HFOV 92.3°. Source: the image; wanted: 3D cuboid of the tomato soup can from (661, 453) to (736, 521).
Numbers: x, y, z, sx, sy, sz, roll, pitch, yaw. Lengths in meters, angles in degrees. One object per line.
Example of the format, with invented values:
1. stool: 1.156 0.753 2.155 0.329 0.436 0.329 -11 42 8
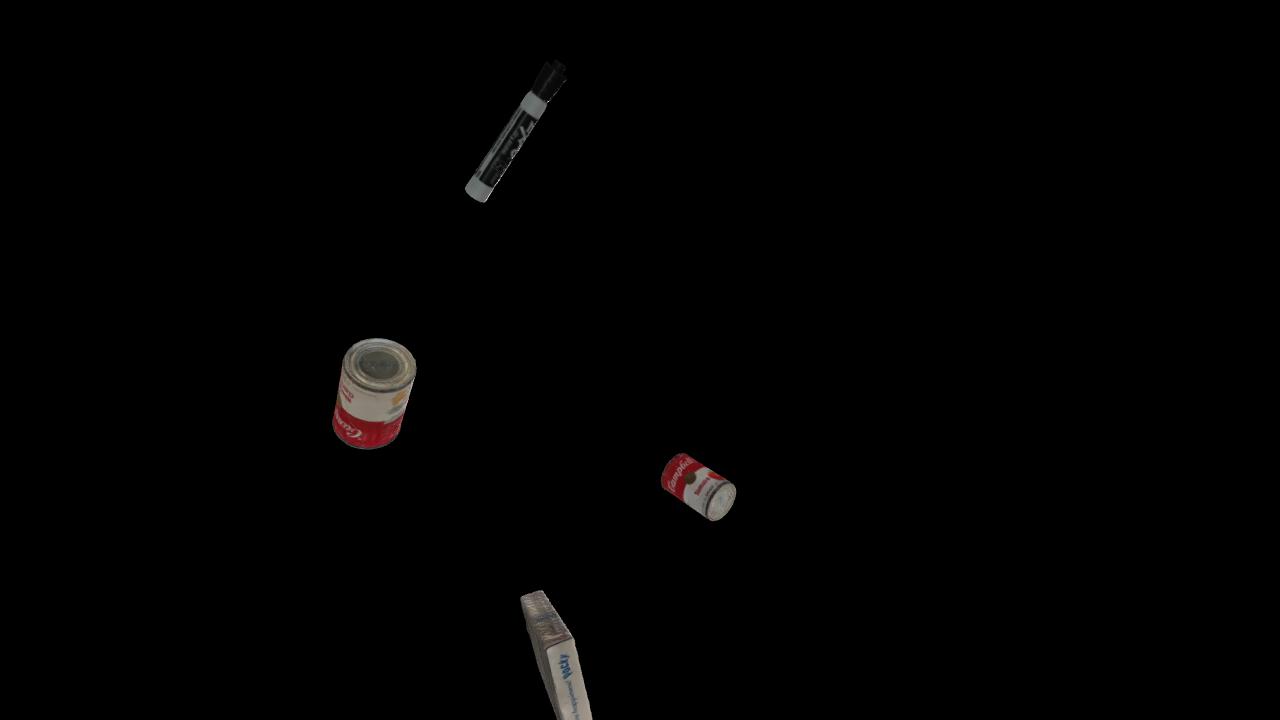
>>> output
1. tomato soup can: 0.091 0.199 0.962 0.068 0.068 0.101 0 21 -46

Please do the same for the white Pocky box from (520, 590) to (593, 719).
1. white Pocky box: -0.079 0.273 0.564 0.028 0.084 0.154 -14 -1 -19

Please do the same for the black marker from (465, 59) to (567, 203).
1. black marker: -0.094 -0.173 0.469 0.020 0.121 0.020 35 22 -16

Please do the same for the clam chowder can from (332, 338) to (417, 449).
1. clam chowder can: -0.267 0.035 0.619 0.068 0.068 0.102 0 -39 -34
